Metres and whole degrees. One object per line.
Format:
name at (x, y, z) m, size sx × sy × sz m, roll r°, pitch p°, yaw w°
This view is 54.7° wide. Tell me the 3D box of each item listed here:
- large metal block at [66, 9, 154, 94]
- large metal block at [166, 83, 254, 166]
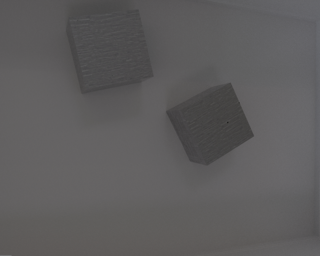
large metal block at (-0.062, -0.091, 0.374) m, size 0.081 × 0.050 × 0.080 m, roll -14°, pitch 95°, yaw -20°
large metal block at (0.068, -0.006, 0.422) m, size 0.080 × 0.050 × 0.080 m, roll -29°, pitch 100°, yaw -18°
